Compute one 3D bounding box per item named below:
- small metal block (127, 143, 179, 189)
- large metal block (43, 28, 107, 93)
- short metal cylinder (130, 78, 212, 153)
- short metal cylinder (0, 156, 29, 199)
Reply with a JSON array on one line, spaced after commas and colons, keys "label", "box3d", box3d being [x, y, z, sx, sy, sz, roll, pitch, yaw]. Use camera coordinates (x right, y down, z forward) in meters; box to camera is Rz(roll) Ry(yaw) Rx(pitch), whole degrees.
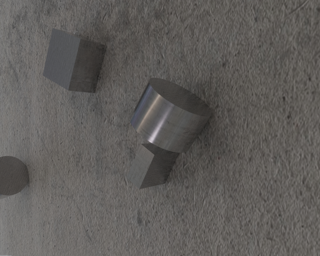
[{"label": "small metal block", "box3d": [-0.008, 0.047, 0.395, 0.025, 0.050, 0.050, 36, 112, 34]}, {"label": "large metal block", "box3d": [-0.140, -0.109, 0.504, 0.080, 0.050, 0.079, 29, 108, 36]}, {"label": "short metal cylinder", "box3d": [0.012, -0.016, 0.359, 0.080, 0.081, 0.050, 44, 116, 31]}, {"label": "short metal cylinder", "box3d": [-0.321, 0.102, 0.634, 0.050, 0.081, 0.080, -22, 76, 38]}]
